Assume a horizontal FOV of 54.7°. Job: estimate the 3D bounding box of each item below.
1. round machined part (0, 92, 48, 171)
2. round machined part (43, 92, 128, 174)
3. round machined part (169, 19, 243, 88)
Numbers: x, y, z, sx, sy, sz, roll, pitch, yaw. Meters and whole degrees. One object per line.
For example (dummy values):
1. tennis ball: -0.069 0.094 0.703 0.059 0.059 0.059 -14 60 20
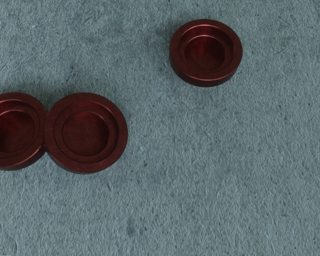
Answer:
1. round machined part: -0.184 0.007 0.395 0.099 0.042 0.098 0 70 0
2. round machined part: -0.093 0.009 0.383 0.099 0.042 0.098 6 73 -22
3. round machined part: 0.062 -0.100 0.436 0.099 0.042 0.098 0 70 0
